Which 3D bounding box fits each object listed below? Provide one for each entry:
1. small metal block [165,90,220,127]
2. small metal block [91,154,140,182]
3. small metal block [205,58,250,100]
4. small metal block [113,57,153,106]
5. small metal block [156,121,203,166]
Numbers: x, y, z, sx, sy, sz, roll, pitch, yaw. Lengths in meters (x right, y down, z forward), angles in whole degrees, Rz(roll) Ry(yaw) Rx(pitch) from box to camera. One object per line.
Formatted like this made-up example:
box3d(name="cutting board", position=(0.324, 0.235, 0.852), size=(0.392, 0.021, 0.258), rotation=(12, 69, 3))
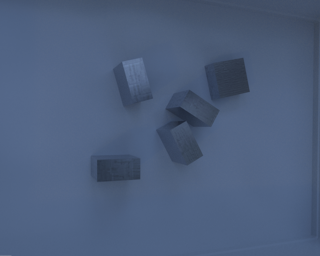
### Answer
box3d(name="small metal block", position=(0.042, -0.025, 0.414), size=(0.050, 0.050, 0.025), rotation=(32, 80, -18))
box3d(name="small metal block", position=(-0.055, 0.048, 0.378), size=(0.050, 0.050, 0.025), rotation=(0, 90, -20))
box3d(name="small metal block", position=(0.097, -0.071, 0.448), size=(0.050, 0.025, 0.050), rotation=(-14, 95, -20))
box3d(name="small metal block", position=(-0.035, -0.056, 0.385), size=(0.025, 0.050, 0.050), rotation=(-17, 96, -20))
box3d(name="small metal block", position=(0.025, 0.019, 0.408), size=(0.025, 0.050, 0.050), rotation=(-30, 100, -18))
